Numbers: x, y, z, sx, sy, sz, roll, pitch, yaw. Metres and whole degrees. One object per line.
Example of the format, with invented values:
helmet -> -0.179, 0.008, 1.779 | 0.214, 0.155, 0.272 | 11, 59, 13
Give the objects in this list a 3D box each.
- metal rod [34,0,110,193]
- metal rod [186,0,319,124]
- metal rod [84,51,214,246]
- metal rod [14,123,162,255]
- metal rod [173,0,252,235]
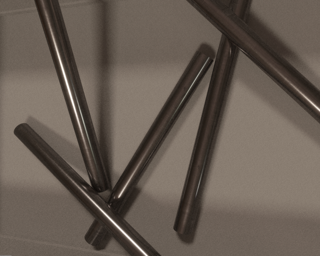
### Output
metal rod -> -0.109, -0.051, 0.385 | 0.025, 0.025, 0.298 | -3, 114, 20
metal rod -> 0.141, -0.056, 0.343 | 0.300, 0.025, 0.025 | 45, 104, 7
metal rod -> -0.020, 0.034, 0.416 | 0.025, 0.025, 0.299 | 34, 101, 16
metal rod -> -0.108, 0.086, 0.425 | 0.300, 0.025, 0.025 | 37, 102, 24
metal rod -> 0.064, -0.013, 0.387 | 0.025, 0.025, 0.298 | 15, 95, 19
